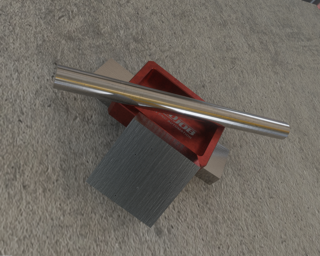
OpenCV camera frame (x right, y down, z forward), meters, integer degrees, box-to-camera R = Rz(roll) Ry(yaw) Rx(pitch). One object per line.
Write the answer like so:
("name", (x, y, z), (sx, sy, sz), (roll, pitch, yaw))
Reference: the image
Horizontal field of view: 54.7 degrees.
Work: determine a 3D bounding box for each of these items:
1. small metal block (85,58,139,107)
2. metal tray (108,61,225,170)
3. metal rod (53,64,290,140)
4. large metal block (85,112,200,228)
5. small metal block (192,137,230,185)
("small metal block", (-0.062, -0.057, 0.407), (0.050, 0.025, 0.050), (38, 51, -3))
("metal tray", (0.013, -0.015, 0.387), (0.130, 0.030, 0.090), (37, 51, -3))
("metal rod", (0.032, -0.024, 0.368), (0.302, 0.025, 0.025), (12, 57, -22))
("large metal block", (-0.016, 0.041, 0.326), (0.080, 0.080, 0.050), (37, 9, -4))
("small metal block", (0.060, 0.040, 0.415), (0.050, 0.025, 0.050), (33, 51, -7))
